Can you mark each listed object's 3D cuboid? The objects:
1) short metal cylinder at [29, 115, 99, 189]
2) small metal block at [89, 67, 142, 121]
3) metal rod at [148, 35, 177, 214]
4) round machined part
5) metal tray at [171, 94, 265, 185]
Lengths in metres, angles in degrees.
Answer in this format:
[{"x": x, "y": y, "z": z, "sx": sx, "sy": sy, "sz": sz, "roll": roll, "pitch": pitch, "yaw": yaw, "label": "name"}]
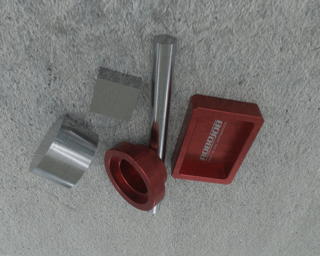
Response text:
[{"x": -0.122, "y": 0.030, "z": 0.396, "sx": 0.050, "sy": 0.080, "sz": 0.080, "roll": 32, "pitch": 123, "yaw": -25, "label": "short metal cylinder"}, {"x": -0.054, "y": -0.040, "z": 0.373, "sx": 0.050, "sy": 0.025, "sz": 0.050, "roll": 14, "pitch": 129, "yaw": -12, "label": "small metal block"}, {"x": -0.003, "y": 0.020, "z": 0.423, "sx": 0.025, "sy": 0.025, "sz": 0.298, "roll": 2, "pitch": 130, "yaw": -2, "label": "metal rod"}, {"x": -0.029, "y": 0.061, "z": 0.426, "sx": 0.098, "sy": 0.042, "sz": 0.097, "roll": 28, "pitch": 136, "yaw": 32, "label": "round machined part"}, {"x": 0.072, "y": 0.021, "z": 0.422, "sx": 0.091, "sy": 0.030, "sz": 0.129, "roll": 8, "pitch": 130, "yaw": -8, "label": "metal tray"}]
